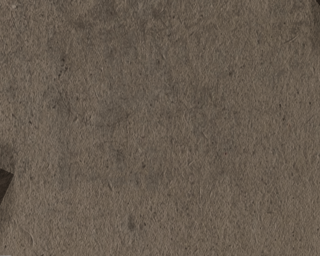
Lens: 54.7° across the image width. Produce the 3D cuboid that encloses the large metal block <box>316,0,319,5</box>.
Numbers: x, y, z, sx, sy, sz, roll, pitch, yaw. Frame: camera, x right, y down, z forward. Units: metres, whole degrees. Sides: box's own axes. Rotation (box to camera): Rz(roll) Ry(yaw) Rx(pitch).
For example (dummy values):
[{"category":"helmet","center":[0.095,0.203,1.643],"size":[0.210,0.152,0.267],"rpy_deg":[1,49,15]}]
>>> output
[{"category":"large metal block","center":[0.256,-0.186,0.386],"size":[0.080,0.080,0.050],"rpy_deg":[-33,90,0]}]

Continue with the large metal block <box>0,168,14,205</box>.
[{"category":"large metal block","center":[-0.251,0.083,0.394],"size":[0.080,0.050,0.080],"rpy_deg":[24,90,-1]}]
